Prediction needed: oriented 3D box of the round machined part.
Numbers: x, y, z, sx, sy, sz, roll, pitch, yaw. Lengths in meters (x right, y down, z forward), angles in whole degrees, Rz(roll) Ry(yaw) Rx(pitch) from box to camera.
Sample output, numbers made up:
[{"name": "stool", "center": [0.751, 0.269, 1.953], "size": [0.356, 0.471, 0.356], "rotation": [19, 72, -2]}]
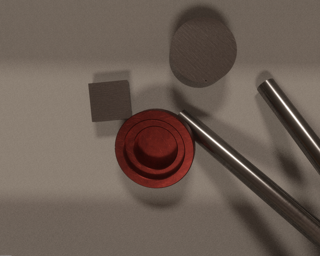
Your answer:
[{"name": "round machined part", "center": [-0.004, 0.023, 0.395], "size": [0.098, 0.042, 0.097], "rotation": [2, 100, 10]}]

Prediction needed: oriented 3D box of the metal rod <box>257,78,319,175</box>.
[{"name": "metal rod", "center": [0.206, 0.063, 0.355], "size": [0.025, 0.025, 0.299], "rotation": [-28, 66, 0]}]

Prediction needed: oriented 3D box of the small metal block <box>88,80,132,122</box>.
[{"name": "small metal block", "center": [-0.065, -0.035, 0.411], "size": [0.050, 0.025, 0.050], "rotation": [-6, 90, -1]}]

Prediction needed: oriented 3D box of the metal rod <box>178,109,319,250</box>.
[{"name": "metal rod", "center": [0.133, 0.079, 0.363], "size": [0.300, 0.025, 0.025], "rotation": [42, 90, 20]}]

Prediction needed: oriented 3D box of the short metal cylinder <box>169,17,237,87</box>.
[{"name": "short metal cylinder", "center": [0.053, -0.095, 0.400], "size": [0.081, 0.050, 0.079], "rotation": [0, 90, -1]}]
